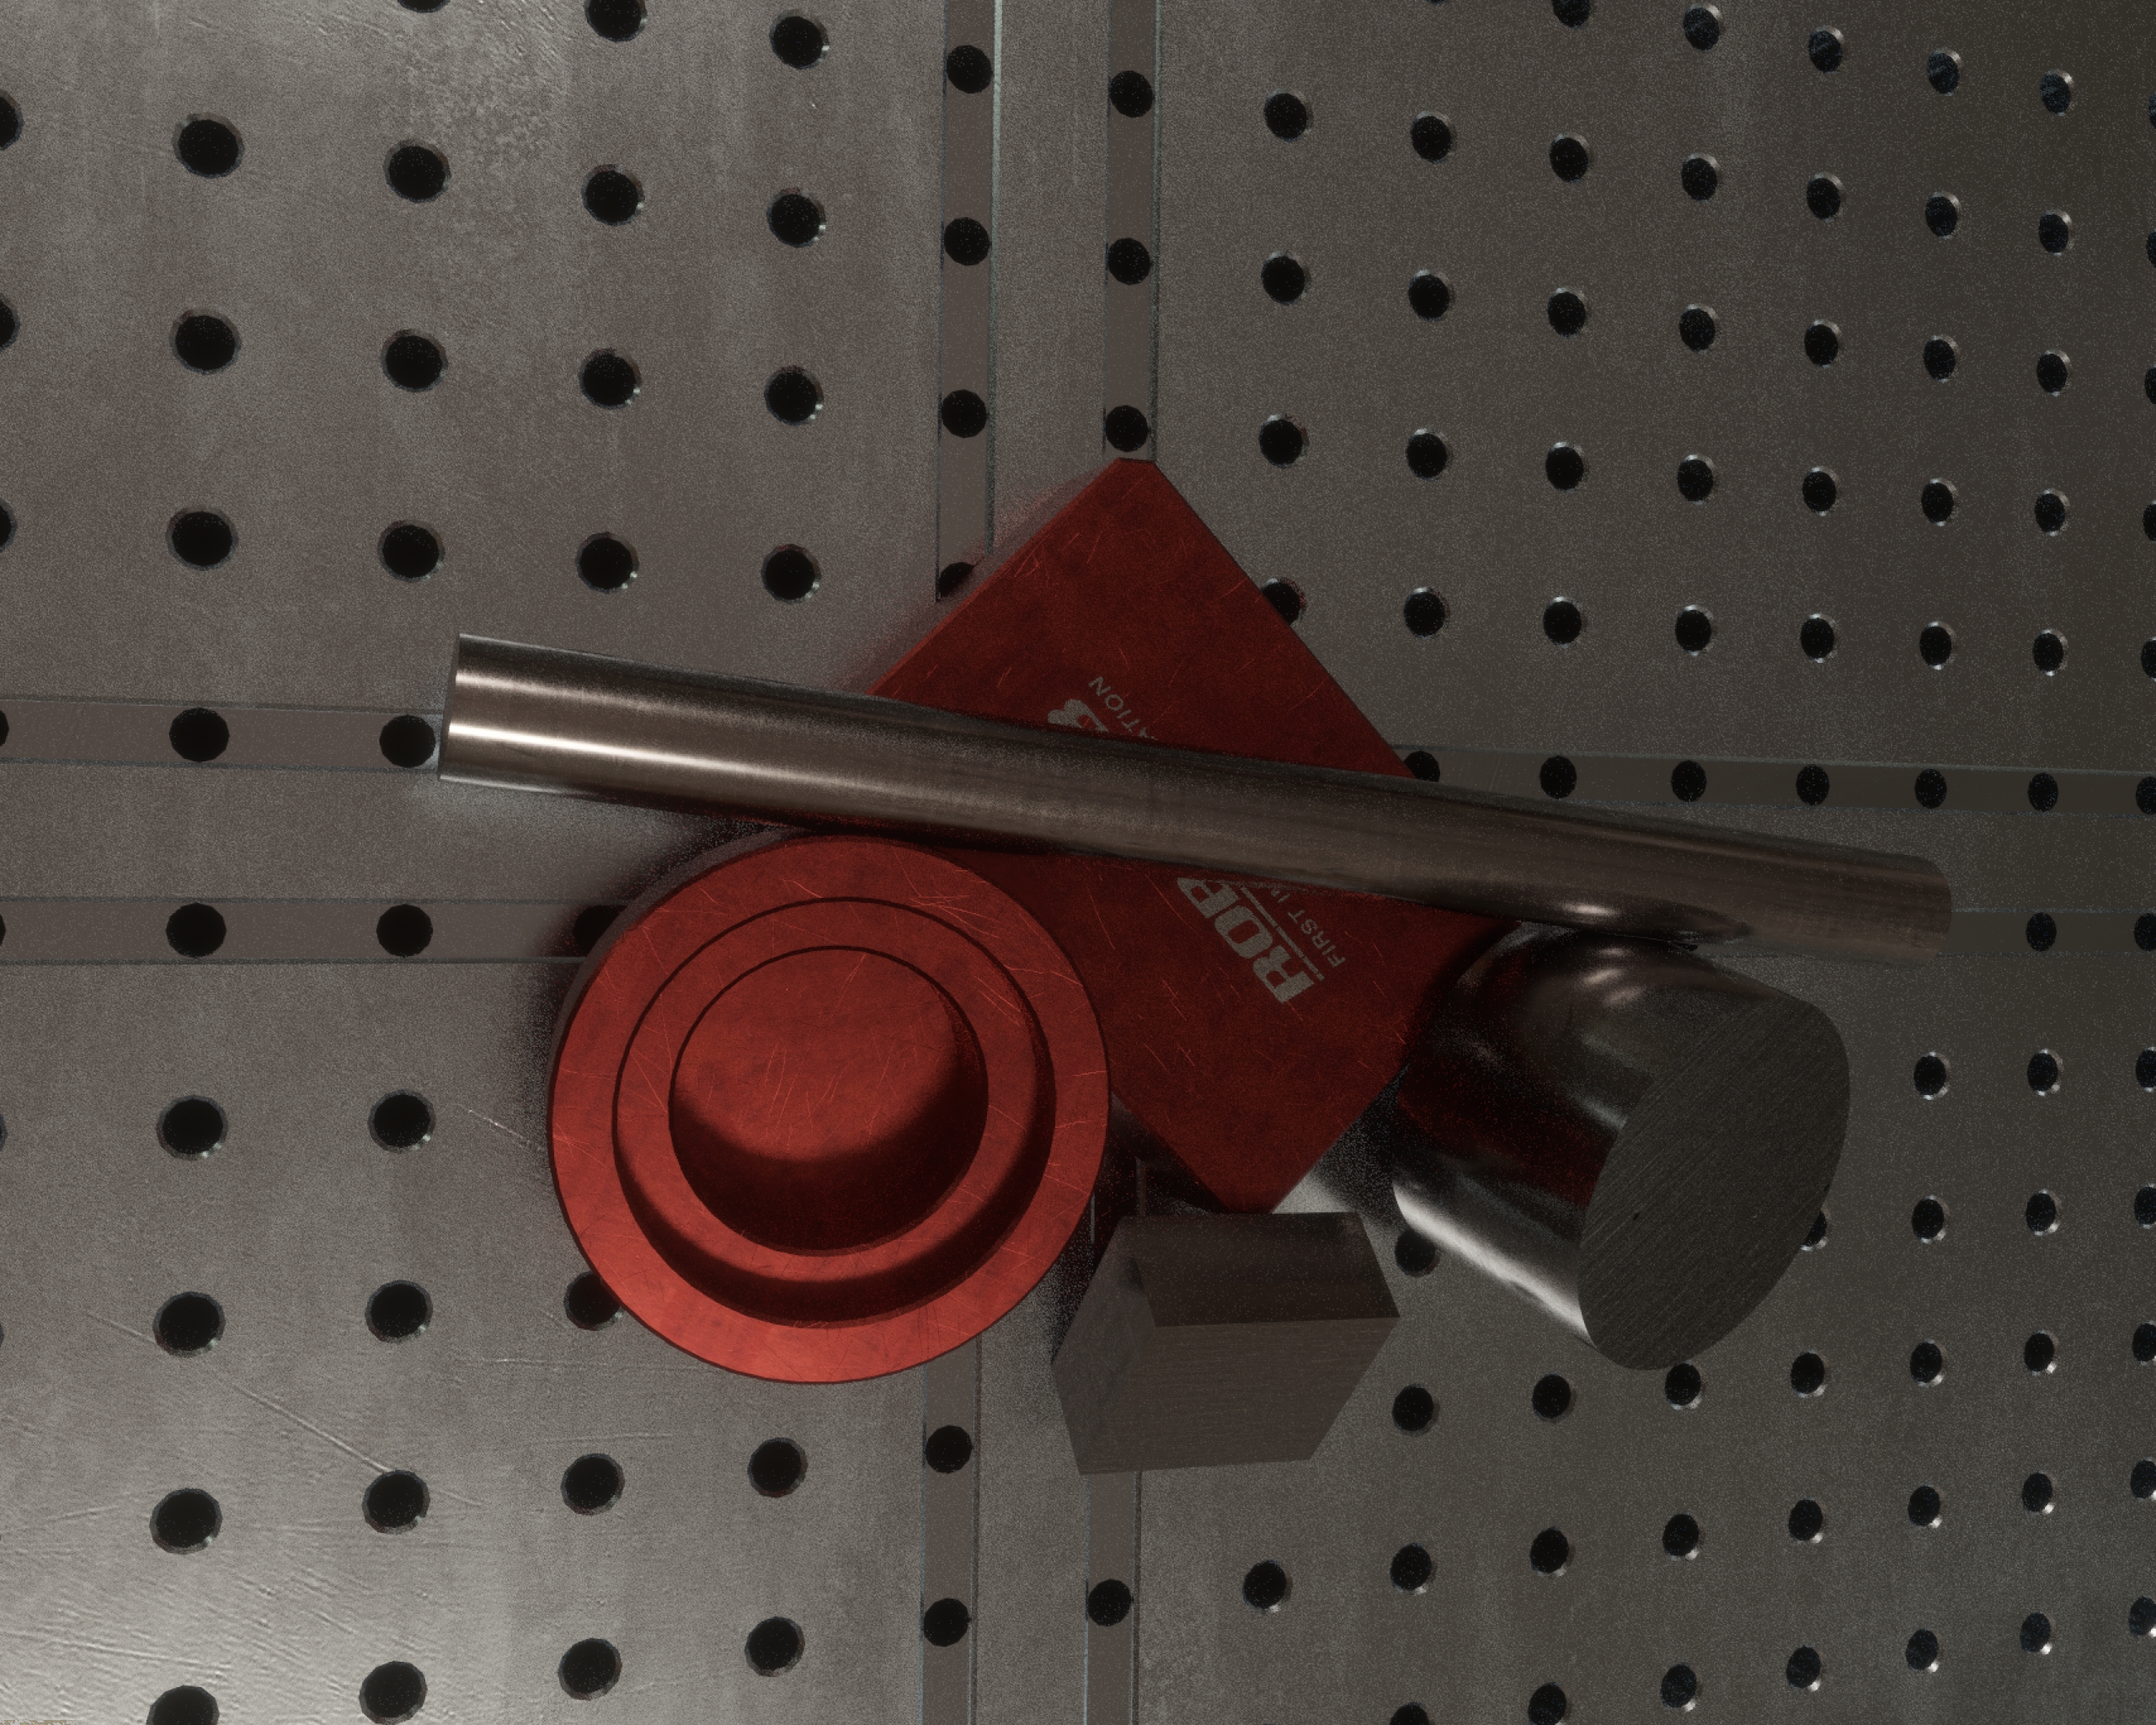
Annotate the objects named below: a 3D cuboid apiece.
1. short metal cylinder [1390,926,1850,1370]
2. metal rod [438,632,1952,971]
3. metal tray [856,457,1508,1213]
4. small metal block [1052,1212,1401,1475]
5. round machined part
[{"bbox_3d":[0.111,0.055,0.426,0.081,0.050,0.079,-16,118,-32],"label":"short metal cylinder"},{"bbox_3d":[0.037,-0.007,0.394,0.302,0.025,0.025,7,88,-20],"label":"metal rod"},{"bbox_3d":[0.018,-0.004,0.419,0.090,0.030,0.130,-45,105,-15],"label":"metal tray"},{"bbox_3d":[0.028,0.094,0.410,0.050,0.025,0.050,3,132,-21],"label":"small metal block"},{"bbox_3d":[-0.047,0.041,0.382,0.099,0.042,0.097,-2,97,-15],"label":"round machined part"}]
